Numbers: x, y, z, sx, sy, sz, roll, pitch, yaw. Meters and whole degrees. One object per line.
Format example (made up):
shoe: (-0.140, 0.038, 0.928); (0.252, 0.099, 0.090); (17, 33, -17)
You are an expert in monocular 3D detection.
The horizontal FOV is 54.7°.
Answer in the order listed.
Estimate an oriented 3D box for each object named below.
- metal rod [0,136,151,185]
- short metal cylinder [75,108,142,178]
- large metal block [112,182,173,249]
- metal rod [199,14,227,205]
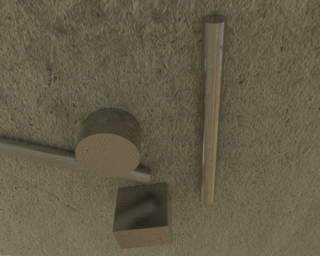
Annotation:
metal rod: (-0.160, 0.039, 0.438); (0.302, 0.025, 0.025); (14, 129, -12)
short metal cylinder: (-0.065, 0.020, 0.407); (0.081, 0.050, 0.079); (0, 130, 0)
large metal block: (-0.024, 0.137, 0.487); (0.080, 0.080, 0.050); (-8, 130, 6)
metal rod: (0.066, 0.003, 0.409); (0.025, 0.025, 0.298); (-3, 130, 3)
